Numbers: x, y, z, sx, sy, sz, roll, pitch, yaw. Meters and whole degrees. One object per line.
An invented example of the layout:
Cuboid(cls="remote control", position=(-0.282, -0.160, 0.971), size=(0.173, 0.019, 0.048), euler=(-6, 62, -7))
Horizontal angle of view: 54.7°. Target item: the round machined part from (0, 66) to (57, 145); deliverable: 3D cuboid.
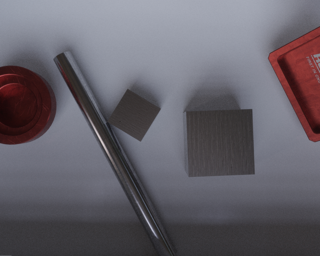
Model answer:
Cuboid(cls="round machined part", position=(-0.183, -0.028, 0.400), size=(0.099, 0.042, 0.097), euler=(0, 90, -1))

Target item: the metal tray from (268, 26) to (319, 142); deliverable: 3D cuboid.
Cuboid(cls="metal tray", position=(0.207, -0.057, 0.385), size=(0.090, 0.030, 0.130), euler=(-26, 91, 41))

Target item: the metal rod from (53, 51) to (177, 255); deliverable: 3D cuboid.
Cuboid(cls="metal rod", position=(-0.059, 0.037, 0.410), size=(0.025, 0.025, 0.299), euler=(-28, 90, 0))

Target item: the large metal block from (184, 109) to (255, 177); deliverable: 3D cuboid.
Cuboid(cls="large metal block", position=(0.073, 0.018, 0.400), size=(0.081, 0.050, 0.079), euler=(-2, 90, -1))

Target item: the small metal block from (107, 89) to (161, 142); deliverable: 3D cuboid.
Cuboid(cls="small metal block", position=(-0.033, -0.016, 0.411), size=(0.050, 0.025, 0.050), euler=(31, 90, -1))
